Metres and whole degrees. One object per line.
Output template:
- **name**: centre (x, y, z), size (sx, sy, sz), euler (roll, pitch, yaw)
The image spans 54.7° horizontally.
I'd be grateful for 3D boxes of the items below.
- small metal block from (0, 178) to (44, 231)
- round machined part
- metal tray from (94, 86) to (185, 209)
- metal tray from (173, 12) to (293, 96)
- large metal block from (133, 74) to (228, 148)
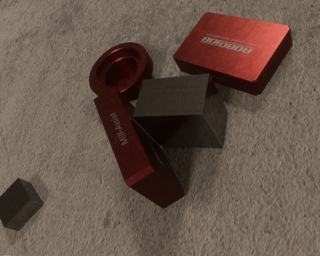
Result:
- **small metal block**: centre (-0.202, 0.108, 0.441), size (0.050, 0.025, 0.050), euler (-48, 52, -6)
- **round machined part**: centre (-0.054, -0.078, 0.467), size (0.098, 0.042, 0.098), euler (-13, 56, 20)
- **metal tray**: centre (-0.025, 0.021, 0.360), size (0.030, 0.090, 0.130), euler (-34, 52, 6)
- **metal tray**: centre (0.094, -0.104, 0.414), size (0.130, 0.030, 0.090), euler (27, 76, 36)
- **large metal block**: centre (0.027, -0.016, 0.363), size (0.080, 0.080, 0.050), euler (-1, 62, 27)
